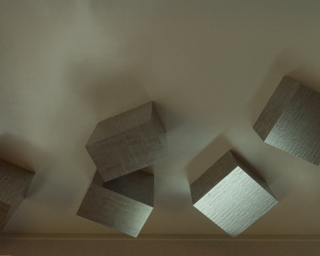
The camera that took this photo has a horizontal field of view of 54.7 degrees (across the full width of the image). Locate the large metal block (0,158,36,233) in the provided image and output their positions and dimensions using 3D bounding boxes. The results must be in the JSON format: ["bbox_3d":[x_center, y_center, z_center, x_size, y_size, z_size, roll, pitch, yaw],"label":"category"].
[{"bbox_3d":[-0.226,0.082,0.409,0.080,0.080,0.050,26,108,-10],"label":"large metal block"}]

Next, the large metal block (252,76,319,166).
[{"bbox_3d":[0.181,-0.010,0.397,0.080,0.050,0.080,23,108,-9],"label":"large metal block"}]

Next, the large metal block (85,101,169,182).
[{"bbox_3d":[-0.037,0.014,0.387,0.080,0.080,0.050,-22,109,7],"label":"large metal block"}]

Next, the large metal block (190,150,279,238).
[{"bbox_3d":[0.101,0.092,0.433,0.080,0.050,0.080,41,105,-14],"label":"large metal block"}]

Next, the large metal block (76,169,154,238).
[{"bbox_3d":[-0.055,0.087,0.413,0.080,0.080,0.050,25,108,-9],"label":"large metal block"}]
